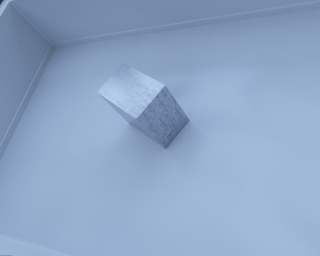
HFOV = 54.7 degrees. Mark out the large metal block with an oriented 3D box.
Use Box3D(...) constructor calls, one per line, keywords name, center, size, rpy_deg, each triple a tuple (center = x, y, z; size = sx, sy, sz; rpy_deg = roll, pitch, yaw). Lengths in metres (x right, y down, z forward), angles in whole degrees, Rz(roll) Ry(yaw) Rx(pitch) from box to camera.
Box3D(name="large metal block", center=(-0.020, -0.027, 0.396), size=(0.080, 0.080, 0.050), rpy_deg=(33, 81, 38))
